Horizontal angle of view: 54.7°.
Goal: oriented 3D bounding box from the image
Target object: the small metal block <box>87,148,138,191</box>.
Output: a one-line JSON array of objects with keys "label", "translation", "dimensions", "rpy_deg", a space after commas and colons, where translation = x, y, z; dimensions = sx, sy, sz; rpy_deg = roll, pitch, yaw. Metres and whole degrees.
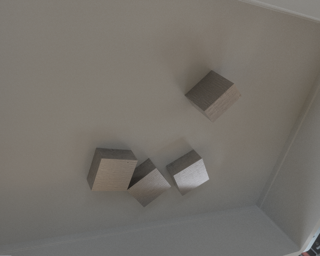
[{"label": "small metal block", "translation": [-0.064, 0.055, 0.410], "dimensions": [0.050, 0.025, 0.050], "rpy_deg": [7, 115, -32]}]

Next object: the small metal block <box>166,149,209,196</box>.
[{"label": "small metal block", "translation": [0.043, 0.069, 0.477], "dimensions": [0.050, 0.025, 0.050], "rpy_deg": [-30, 129, -9]}]

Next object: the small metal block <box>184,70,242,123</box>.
[{"label": "small metal block", "translation": [0.069, -0.042, 0.406], "dimensions": [0.050, 0.050, 0.025], "rpy_deg": [-43, 130, 1]}]

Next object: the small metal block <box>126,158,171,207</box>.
[{"label": "small metal block", "translation": [-0.020, 0.080, 0.449], "dimensions": [0.050, 0.025, 0.050], "rpy_deg": [-37, 130, -4]}]
